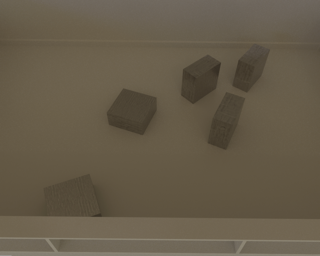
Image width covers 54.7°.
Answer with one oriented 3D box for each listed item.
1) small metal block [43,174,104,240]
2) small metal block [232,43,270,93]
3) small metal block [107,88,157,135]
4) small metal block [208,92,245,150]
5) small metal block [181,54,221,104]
[{"bbox_3d":[-0.093,0.084,0.334,0.050,0.025,0.050,-16,52,-14],"label":"small metal block"},{"bbox_3d":[0.137,-0.090,0.467,0.025,0.050,0.050,30,56,23],"label":"small metal block"},{"bbox_3d":[-0.037,-0.023,0.424,0.050,0.025,0.050,17,52,13],"label":"small metal block"},{"bbox_3d":[0.085,-0.009,0.397,0.025,0.050,0.050,21,53,16],"label":"small metal block"},{"bbox_3d":[0.059,-0.071,0.449,0.050,0.050,0.025,-35,58,-26],"label":"small metal block"}]
